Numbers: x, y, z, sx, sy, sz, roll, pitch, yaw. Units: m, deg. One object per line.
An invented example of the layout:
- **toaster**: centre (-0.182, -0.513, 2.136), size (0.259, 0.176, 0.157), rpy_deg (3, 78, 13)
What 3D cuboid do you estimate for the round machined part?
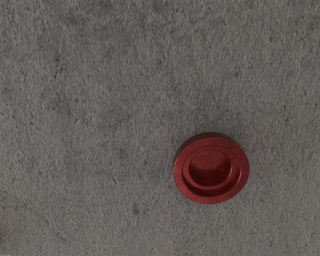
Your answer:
- **round machined part**: centre (0.066, 0.050, 0.420), size (0.099, 0.042, 0.097), rpy_deg (0, 110, 0)
